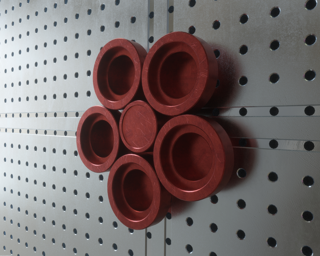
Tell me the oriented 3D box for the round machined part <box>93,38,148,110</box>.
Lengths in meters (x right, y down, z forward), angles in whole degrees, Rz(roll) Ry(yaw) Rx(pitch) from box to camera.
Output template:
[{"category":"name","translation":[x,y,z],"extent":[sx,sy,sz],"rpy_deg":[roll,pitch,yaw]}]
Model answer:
[{"category":"round machined part","translation":[-0.048,-0.074,0.439],"extent":[0.098,0.042,0.097],"rpy_deg":[0,90,40]}]

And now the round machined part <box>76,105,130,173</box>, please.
[{"category":"round machined part","translation":[-0.079,0.016,0.464],"extent":[0.098,0.042,0.097],"rpy_deg":[0,90,40]}]

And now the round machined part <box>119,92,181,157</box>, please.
[{"category":"round machined part","translation":[-0.016,-0.002,0.412],"extent":[0.098,0.042,0.097],"rpy_deg":[0,90,40]}]

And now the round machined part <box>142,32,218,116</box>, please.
[{"category":"round machined part","translation":[0.028,-0.063,0.376],"extent":[0.098,0.042,0.097],"rpy_deg":[0,90,40]}]

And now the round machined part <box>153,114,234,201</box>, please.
[{"category":"round machined part","translation":[0.042,0.033,0.364],"extent":[0.098,0.042,0.097],"rpy_deg":[0,90,40]}]

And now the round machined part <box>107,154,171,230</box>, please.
[{"category":"round machined part","translation":[-0.023,0.082,0.418],"extent":[0.098,0.042,0.097],"rpy_deg":[0,90,40]}]
